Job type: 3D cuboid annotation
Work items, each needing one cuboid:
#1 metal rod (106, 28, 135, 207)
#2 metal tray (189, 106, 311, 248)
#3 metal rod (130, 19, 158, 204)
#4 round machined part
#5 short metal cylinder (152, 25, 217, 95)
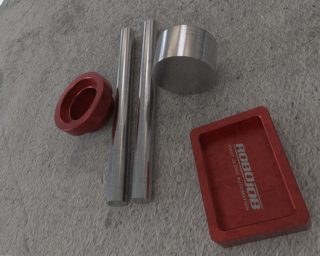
[{"bbox_3d":[-0.054,-0.036,0.453,0.025,0.025,0.299,-14,56,20],"label":"metal rod"},{"bbox_3d":[0.088,0.048,0.324,0.090,0.030,0.130,-19,54,16],"label":"metal tray"},{"bbox_3d":[-0.019,-0.043,0.440,0.025,0.025,0.299,-12,56,21],"label":"metal rod"},{"bbox_3d":[-0.107,-0.032,0.462,0.098,0.042,0.098,-19,53,29],"label":"round machined part"},{"bbox_3d":[0.033,-0.086,0.404,0.080,0.080,0.050,-6,59,25],"label":"short metal cylinder"}]
